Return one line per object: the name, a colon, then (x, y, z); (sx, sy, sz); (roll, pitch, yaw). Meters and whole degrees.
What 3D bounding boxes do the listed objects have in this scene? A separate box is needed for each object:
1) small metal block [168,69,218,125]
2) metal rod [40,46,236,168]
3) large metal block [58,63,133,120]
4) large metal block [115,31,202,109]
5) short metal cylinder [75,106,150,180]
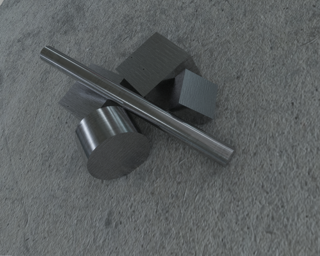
small metal block: (0.042, -0.038, 0.388); (0.025, 0.050, 0.050); (-32, 40, 56)
metal rod: (-0.043, -0.037, 0.398); (0.300, 0.025, 0.025); (30, 78, 21)
large metal block: (-0.089, -0.041, 0.461); (0.080, 0.050, 0.080); (28, 77, 37)
large metal block: (-0.002, -0.076, 0.434); (0.080, 0.050, 0.080); (-43, 51, -2)
short metal cylinder: (-0.060, 0.019, 0.389); (0.080, 0.080, 0.050); (-38, 51, 3)
